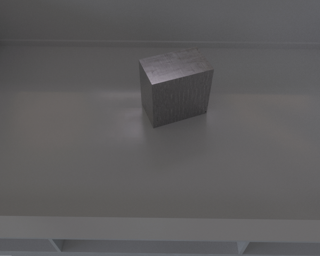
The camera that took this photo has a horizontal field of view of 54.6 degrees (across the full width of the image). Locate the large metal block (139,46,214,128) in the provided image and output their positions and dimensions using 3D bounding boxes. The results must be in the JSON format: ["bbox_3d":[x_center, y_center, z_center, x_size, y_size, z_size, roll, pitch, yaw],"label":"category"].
[{"bbox_3d":[0.020,-0.054,0.415,0.081,0.080,0.050,-16,52,-13],"label":"large metal block"}]
